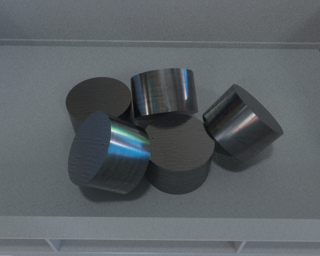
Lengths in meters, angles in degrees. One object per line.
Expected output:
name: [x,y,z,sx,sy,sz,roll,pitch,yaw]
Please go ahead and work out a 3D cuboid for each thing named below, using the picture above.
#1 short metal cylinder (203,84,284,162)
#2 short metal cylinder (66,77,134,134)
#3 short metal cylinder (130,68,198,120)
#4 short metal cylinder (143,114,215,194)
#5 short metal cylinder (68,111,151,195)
short metal cylinder: [0.097,-0.006,0.367,0.080,0.050,0.080,35,26,-19]
short metal cylinder: [-0.076,-0.021,0.402,0.081,0.050,0.080,0,50,0]
short metal cylinder: [0.005,-0.040,0.391,0.081,0.080,0.050,-6,86,-6]
short metal cylinder: [0.020,0.030,0.362,0.081,0.050,0.080,0,50,0]
short metal cylinder: [-0.056,0.028,0.335,0.050,0.080,0.080,24,37,-38]
